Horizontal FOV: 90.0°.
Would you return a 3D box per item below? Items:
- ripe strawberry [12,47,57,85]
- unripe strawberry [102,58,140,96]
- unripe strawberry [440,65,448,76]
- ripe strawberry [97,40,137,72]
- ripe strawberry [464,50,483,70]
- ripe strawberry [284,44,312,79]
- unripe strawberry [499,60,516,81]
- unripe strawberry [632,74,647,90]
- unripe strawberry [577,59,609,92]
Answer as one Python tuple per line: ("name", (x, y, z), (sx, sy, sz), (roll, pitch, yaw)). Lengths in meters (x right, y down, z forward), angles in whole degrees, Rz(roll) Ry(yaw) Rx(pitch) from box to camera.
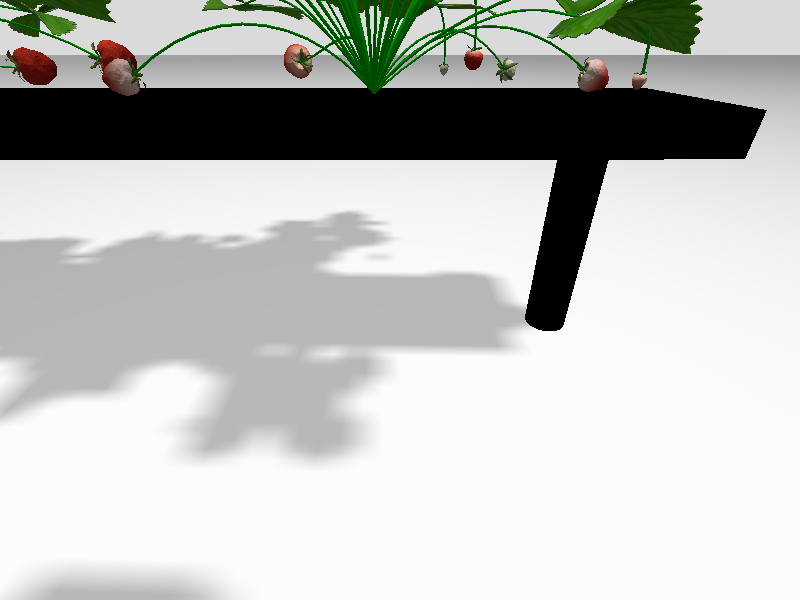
("ripe strawberry", (-0.329, -0.212, 0.363), (0.028, 0.030, 0.026), (-15, 35, -22))
("unripe strawberry", (-0.202, -0.161, 0.290), (0.022, 0.023, 0.020), (-13, 33, 1))
("unripe strawberry", (0.052, -0.274, 0.477), (0.010, 0.011, 0.011), (11, 34, 17))
("ripe strawberry", (-0.289, -0.245, 0.411), (0.034, 0.035, 0.031), (-12, 33, -35))
("ripe strawberry", (0.094, -0.306, 0.512), (0.024, 0.022, 0.022), (14, 35, 21))
("ripe strawberry", (-0.119, -0.275, 0.462), (0.032, 0.034, 0.035), (-16, 35, -23))
("unripe strawberry", (0.111, -0.235, 0.410), (0.018, 0.018, 0.016), (-17, 35, -41))
("unripe strawberry", (0.171, -0.157, 0.288), (0.010, 0.010, 0.011), (4, 33, 6))
("unripe strawberry", (0.155, -0.177, 0.318), (0.024, 0.023, 0.022), (18, 29, -16))
